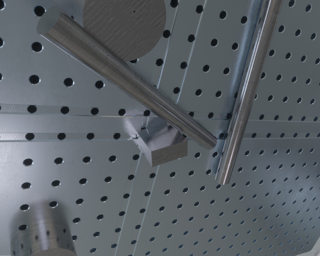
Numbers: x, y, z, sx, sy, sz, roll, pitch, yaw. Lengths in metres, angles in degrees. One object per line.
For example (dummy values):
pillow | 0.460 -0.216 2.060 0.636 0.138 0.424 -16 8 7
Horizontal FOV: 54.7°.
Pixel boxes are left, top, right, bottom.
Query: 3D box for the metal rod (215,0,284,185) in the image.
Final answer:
metal rod | 0.125 -0.042 0.453 0.025 0.025 0.298 -6 121 -26

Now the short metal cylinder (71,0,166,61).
short metal cylinder | -0.041 -0.112 0.304 0.081 0.050 0.079 -14 124 -21

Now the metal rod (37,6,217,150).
metal rod | -0.005 -0.030 0.348 0.025 0.025 0.301 -49 142 6

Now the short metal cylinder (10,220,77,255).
short metal cylinder | -0.156 0.172 0.417 0.081 0.050 0.079 -14 124 -21

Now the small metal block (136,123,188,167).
small metal block | 0.002 0.020 0.409 0.050 0.050 0.025 -16 125 -20
